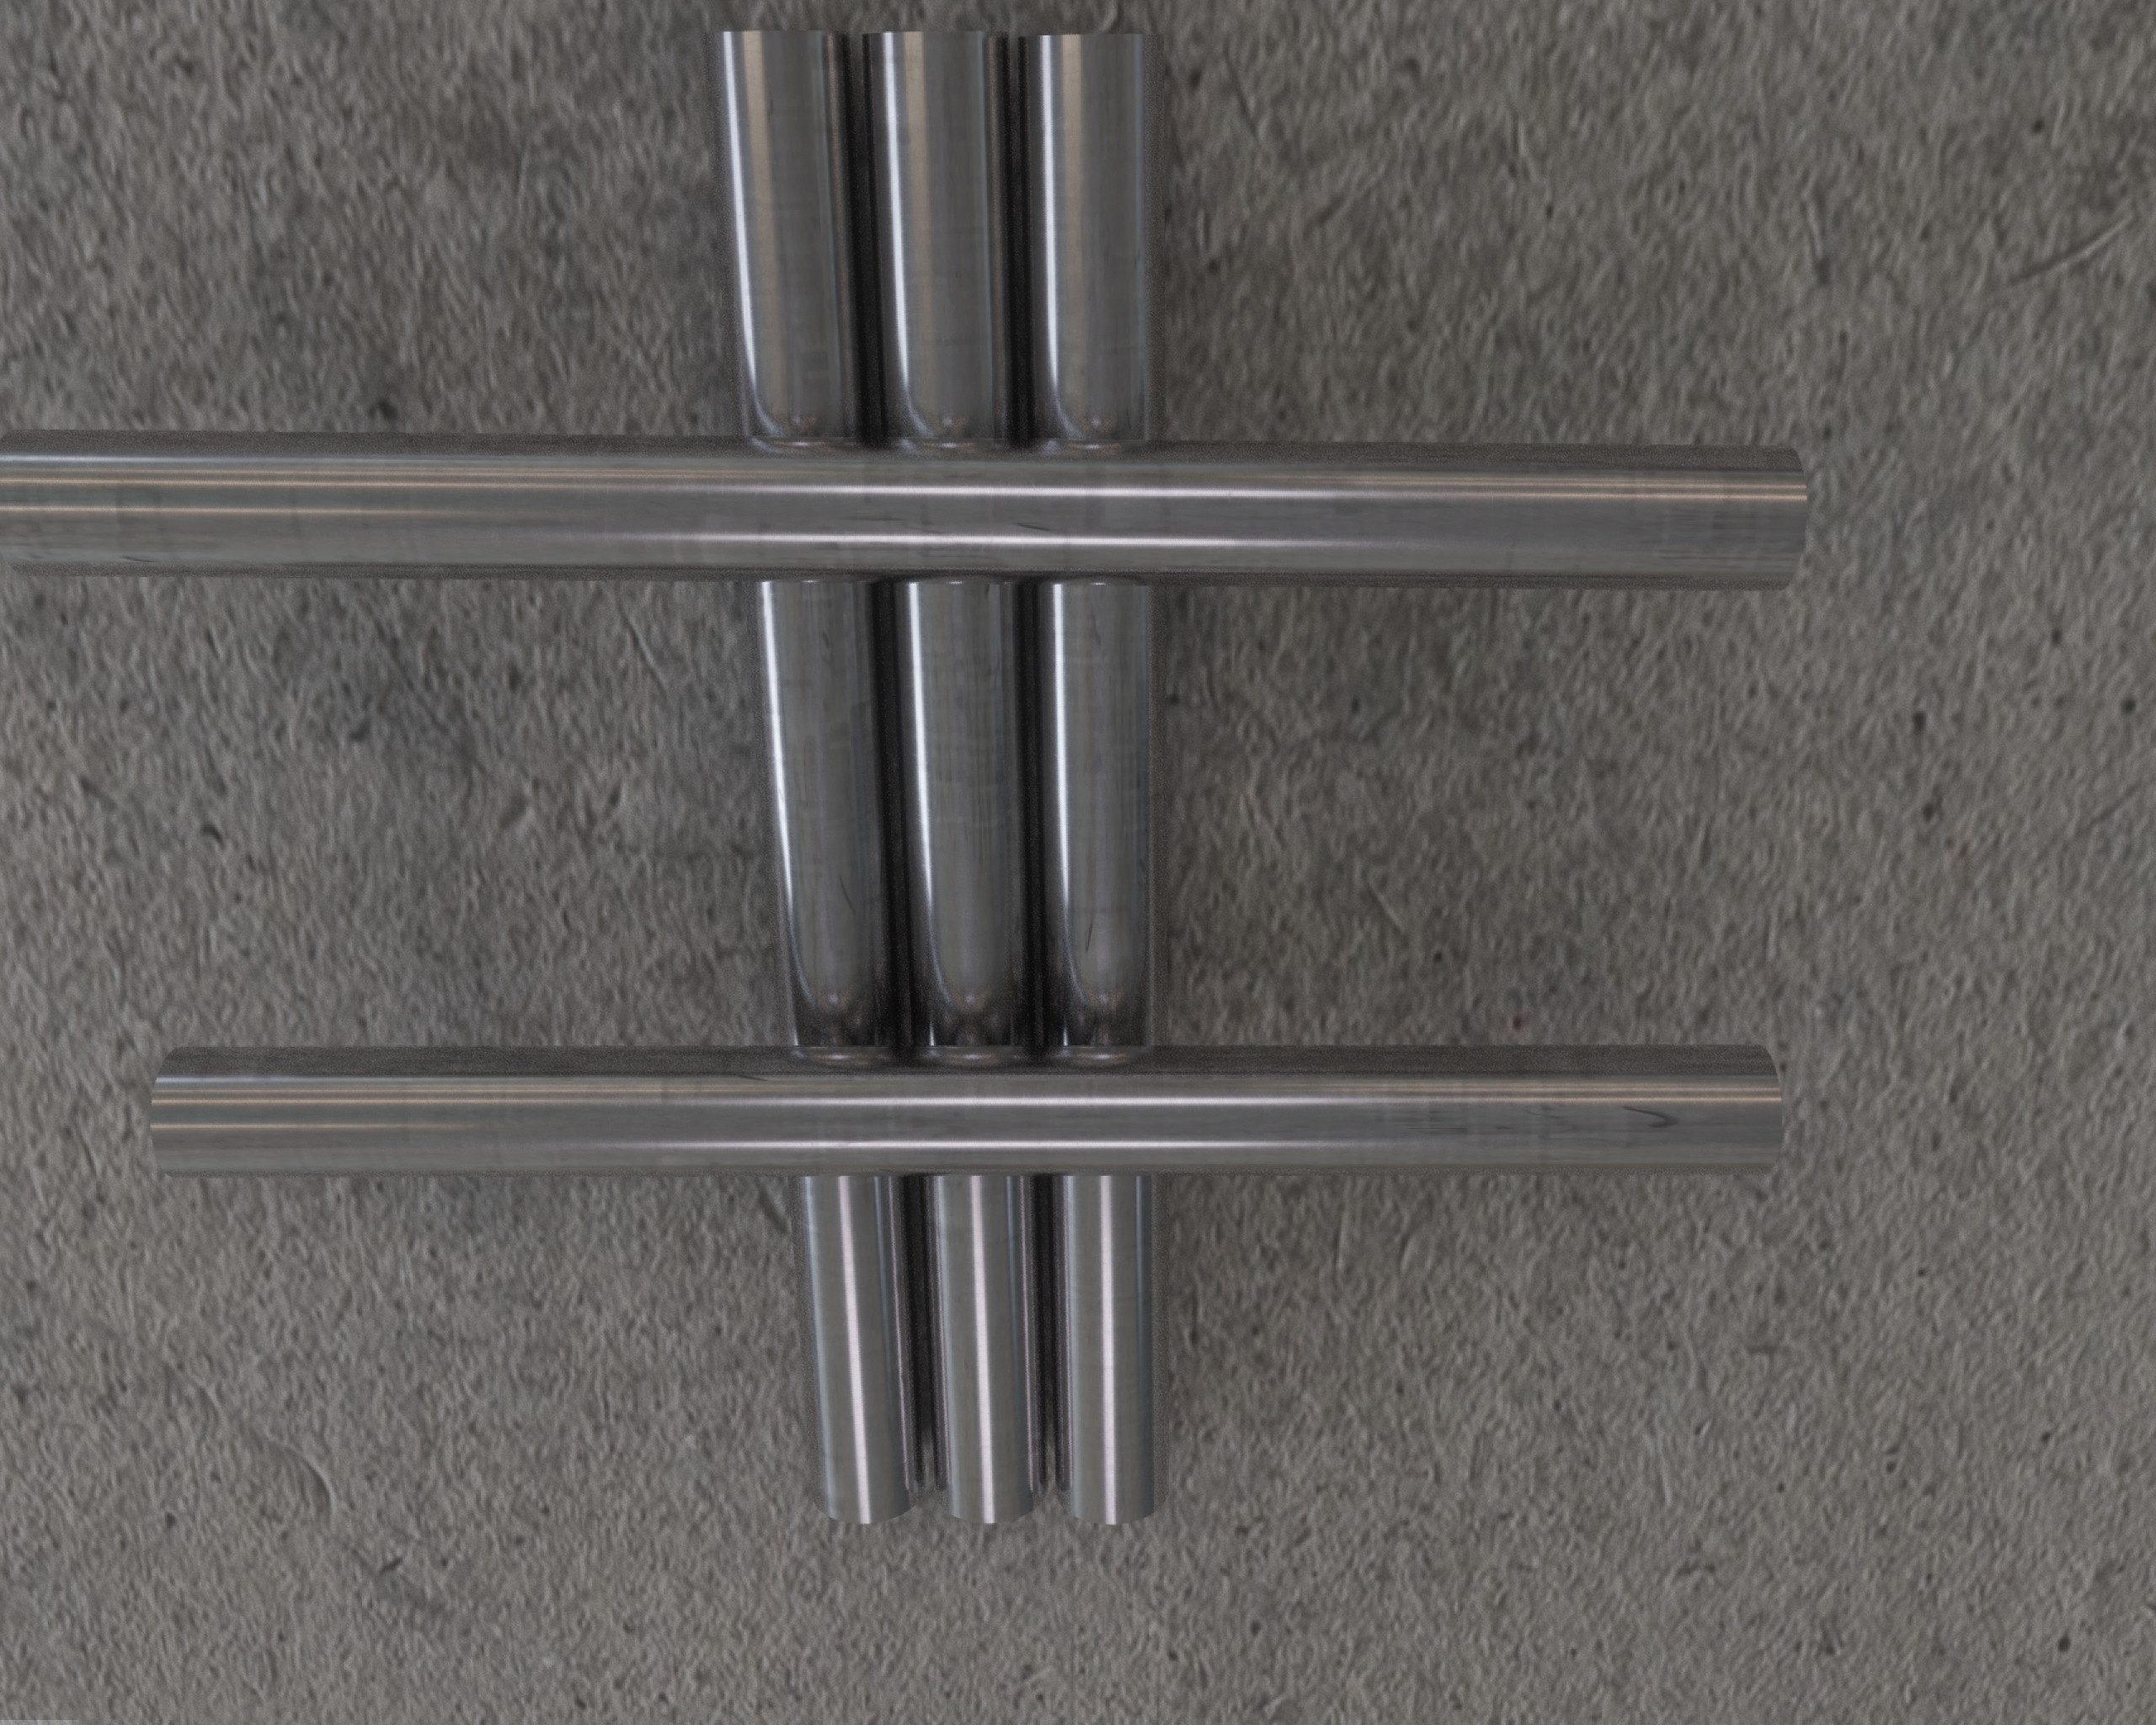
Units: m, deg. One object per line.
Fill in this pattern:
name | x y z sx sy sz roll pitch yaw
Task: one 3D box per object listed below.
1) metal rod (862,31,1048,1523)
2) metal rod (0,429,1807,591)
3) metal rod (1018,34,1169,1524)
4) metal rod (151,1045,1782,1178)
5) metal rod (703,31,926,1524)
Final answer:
metal rod | -0.022 -0.002 0.408 0.025 0.025 0.298 -1 110 0
metal rod | -0.029 -0.060 0.359 0.302 0.025 0.025 0 110 -1
metal rod | 0.005 -0.002 0.408 0.025 0.025 0.298 -1 110 0
metal rod | -0.020 0.047 0.398 0.302 0.025 0.025 0 110 -1
metal rod | -0.049 -0.002 0.408 0.025 0.025 0.298 -1 110 0
